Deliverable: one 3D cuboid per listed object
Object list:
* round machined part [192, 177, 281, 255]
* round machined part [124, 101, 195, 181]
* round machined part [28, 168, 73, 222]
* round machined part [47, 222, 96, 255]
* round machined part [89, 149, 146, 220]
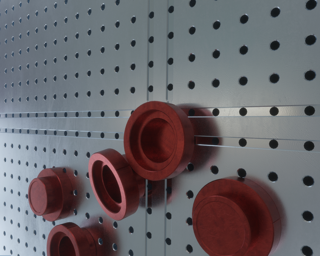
[{"bbox_3d":[0.075,0.104,0.337,0.098,0.042,0.097,0,90,40],"label":"round machined part"},{"bbox_3d":[0.003,0.016,0.395,0.098,0.042,0.098,-2,87,38],"label":"round machined part"},{"bbox_3d":[-0.207,0.124,0.571,0.098,0.042,0.097,0,90,40],"label":"round machined part"},{"bbox_3d":[-0.145,0.207,0.520,0.098,0.042,0.097,0,90,40],"label":"round machined part"},{"bbox_3d":[-0.057,0.075,0.435,0.098,0.042,0.097,24,123,45],"label":"round machined part"}]
